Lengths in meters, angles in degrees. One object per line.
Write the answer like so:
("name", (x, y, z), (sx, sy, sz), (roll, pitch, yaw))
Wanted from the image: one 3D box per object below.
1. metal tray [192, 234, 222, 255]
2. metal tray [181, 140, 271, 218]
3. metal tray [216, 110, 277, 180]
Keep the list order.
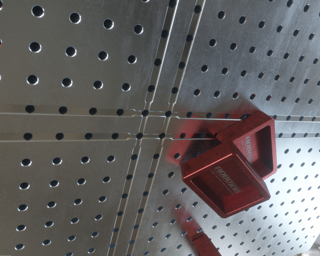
("metal tray", (0.110, 0.278, 0.604), (0.030, 0.090, 0.129), (-29, 129, -11))
("metal tray", (0.105, 0.085, 0.488), (0.090, 0.030, 0.130), (-31, 124, 20))
("metal tray", (0.149, 0.045, 0.519), (0.090, 0.030, 0.129), (-28, 128, -11))
